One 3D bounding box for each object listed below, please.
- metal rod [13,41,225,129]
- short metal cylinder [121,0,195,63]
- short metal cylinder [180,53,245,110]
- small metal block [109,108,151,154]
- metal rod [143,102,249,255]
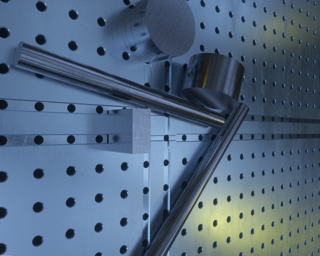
[{"bbox_3d":[-0.022,-0.041,0.390,0.302,0.025,0.025,15,81,-39],"label":"metal rod"},{"bbox_3d":[-0.001,-0.126,0.391,0.081,0.050,0.079,0,90,-40],"label":"short metal cylinder"},{"bbox_3d":[0.073,-0.063,0.435,0.080,0.080,0.050,24,75,-38],"label":"short metal cylinder"},{"bbox_3d":[-0.036,0.003,0.363,0.025,0.050,0.050,0,90,-40],"label":"small metal block"},{"bbox_3d":[0.060,0.074,0.459,0.025,0.025,0.301,51,60,-28],"label":"metal rod"}]
